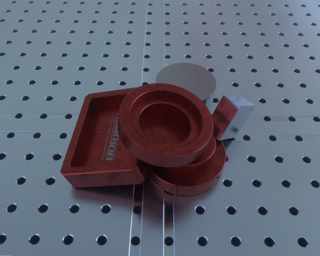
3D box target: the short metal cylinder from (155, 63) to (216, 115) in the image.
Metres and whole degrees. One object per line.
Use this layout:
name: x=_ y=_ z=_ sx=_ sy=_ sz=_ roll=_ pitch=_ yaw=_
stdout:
short metal cylinder: x=0.034 y=-0.046 z=0.430 sx=0.081 sy=0.050 sz=0.080 roll=0 pitch=50 yaw=0

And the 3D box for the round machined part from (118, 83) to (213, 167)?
round machined part: x=0.004 y=0.001 z=0.334 sx=0.099 sy=0.042 sz=0.098 roll=7 pitch=51 yaw=-8

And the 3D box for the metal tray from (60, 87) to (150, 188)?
metal tray: x=-0.059 y=0.007 z=0.383 sx=0.090 sy=0.030 sz=0.130 roll=-6 pitch=49 yaw=13

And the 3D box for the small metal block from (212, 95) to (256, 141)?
small metal block: x=0.089 y=-0.014 z=0.391 sx=0.025 sy=0.050 sz=0.050 roll=39 pitch=25 yaw=27

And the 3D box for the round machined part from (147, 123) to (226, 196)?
round machined part: x=0.030 y=0.028 z=0.372 sx=0.099 sy=0.042 sz=0.098 roll=0 pitch=50 yaw=0
